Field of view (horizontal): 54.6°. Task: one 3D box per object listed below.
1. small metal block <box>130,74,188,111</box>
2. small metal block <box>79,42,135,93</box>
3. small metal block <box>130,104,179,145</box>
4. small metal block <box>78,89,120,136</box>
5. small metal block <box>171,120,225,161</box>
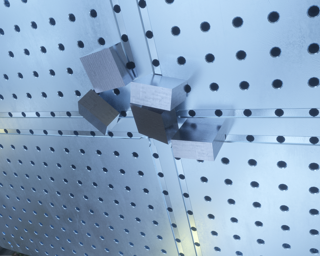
[{"bbox_3d":[0.000,-0.044,0.367,0.050,0.050,0.025,13,114,21],"label":"small metal block"},{"bbox_3d":[-0.068,-0.077,0.400,0.050,0.025,0.050,-9,114,32],"label":"small metal block"},{"bbox_3d":[-0.006,-0.012,0.394,0.050,0.025,0.050,20,141,33],"label":"small metal block"},{"bbox_3d":[-0.085,-0.020,0.430,0.050,0.025,0.050,40,160,0],"label":"small metal block"},{"bbox_3d":[0.048,0.014,0.379,0.050,0.050,0.025,3,120,26],"label":"small metal block"}]
